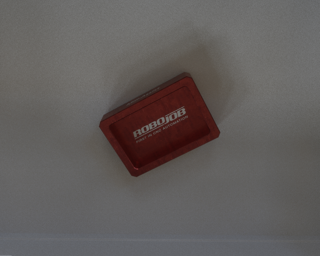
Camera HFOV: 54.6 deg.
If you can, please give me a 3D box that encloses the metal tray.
[{"bbox_3d":[0.000,-0.003,0.404,0.130,0.030,0.090,-27,108,9],"label":"metal tray"}]
